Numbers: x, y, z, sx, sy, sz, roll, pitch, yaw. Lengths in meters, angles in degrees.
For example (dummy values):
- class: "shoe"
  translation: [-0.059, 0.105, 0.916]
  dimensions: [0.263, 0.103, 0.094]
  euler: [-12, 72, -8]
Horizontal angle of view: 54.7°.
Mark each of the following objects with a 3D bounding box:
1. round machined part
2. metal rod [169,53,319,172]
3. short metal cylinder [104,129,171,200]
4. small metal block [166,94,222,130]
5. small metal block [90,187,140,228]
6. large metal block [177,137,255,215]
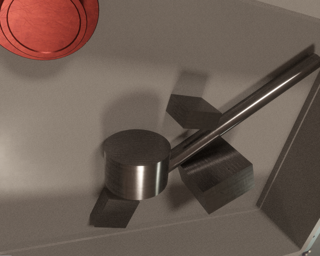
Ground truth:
- class: "round machined part"
  translation: [-0.101, -0.100, 0.267]
  dimensions: [0.099, 0.042, 0.097]
  euler: [-16, 138, -14]
- class: "metal rod"
  translation: [0.117, -0.021, 0.461]
  dimensions: [0.301, 0.025, 0.025]
  euler: [-34, 129, -6]
- class: "short metal cylinder"
  translation: [-0.028, 0.043, 0.386]
  dimensions: [0.081, 0.080, 0.050]
  euler: [-10, 123, -24]
- class: "small metal block"
  translation: [0.043, -0.021, 0.405]
  dimensions: [0.050, 0.050, 0.025]
  euler: [3, 117, -30]
- class: "small metal block"
  translation: [-0.065, 0.116, 0.446]
  dimensions: [0.050, 0.025, 0.050]
  euler: [15, 110, -35]
- class: "large metal block"
  translation: [0.081, 0.067, 0.461]
  dimensions: [0.080, 0.080, 0.050]
  euler: [-27, 128, -12]
